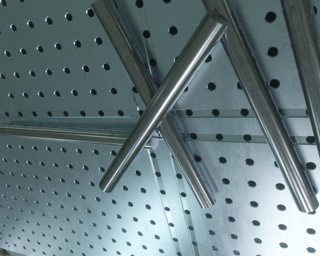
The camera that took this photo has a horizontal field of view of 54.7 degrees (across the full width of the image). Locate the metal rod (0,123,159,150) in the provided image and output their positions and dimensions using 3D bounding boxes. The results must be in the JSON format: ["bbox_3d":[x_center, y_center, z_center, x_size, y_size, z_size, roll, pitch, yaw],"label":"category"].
[{"bbox_3d":[-0.142,0.010,0.489,0.301,0.025,0.025,3,120,26],"label":"metal rod"}]

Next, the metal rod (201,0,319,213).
[{"bbox_3d":[0.108,-0.031,0.334,0.025,0.025,0.299,-18,109,35],"label":"metal rod"}]

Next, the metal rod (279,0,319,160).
[{"bbox_3d":[0.173,0.003,0.321,0.025,0.025,0.299,-11,113,32],"label":"metal rod"}]

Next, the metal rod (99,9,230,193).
[{"bbox_3d":[-0.013,-0.007,0.378,0.025,0.025,0.298,37,129,2],"label":"metal rod"}]

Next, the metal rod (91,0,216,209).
[{"bbox_3d":[0.000,-0.020,0.397,0.025,0.025,0.299,-17,110,34],"label":"metal rod"}]
